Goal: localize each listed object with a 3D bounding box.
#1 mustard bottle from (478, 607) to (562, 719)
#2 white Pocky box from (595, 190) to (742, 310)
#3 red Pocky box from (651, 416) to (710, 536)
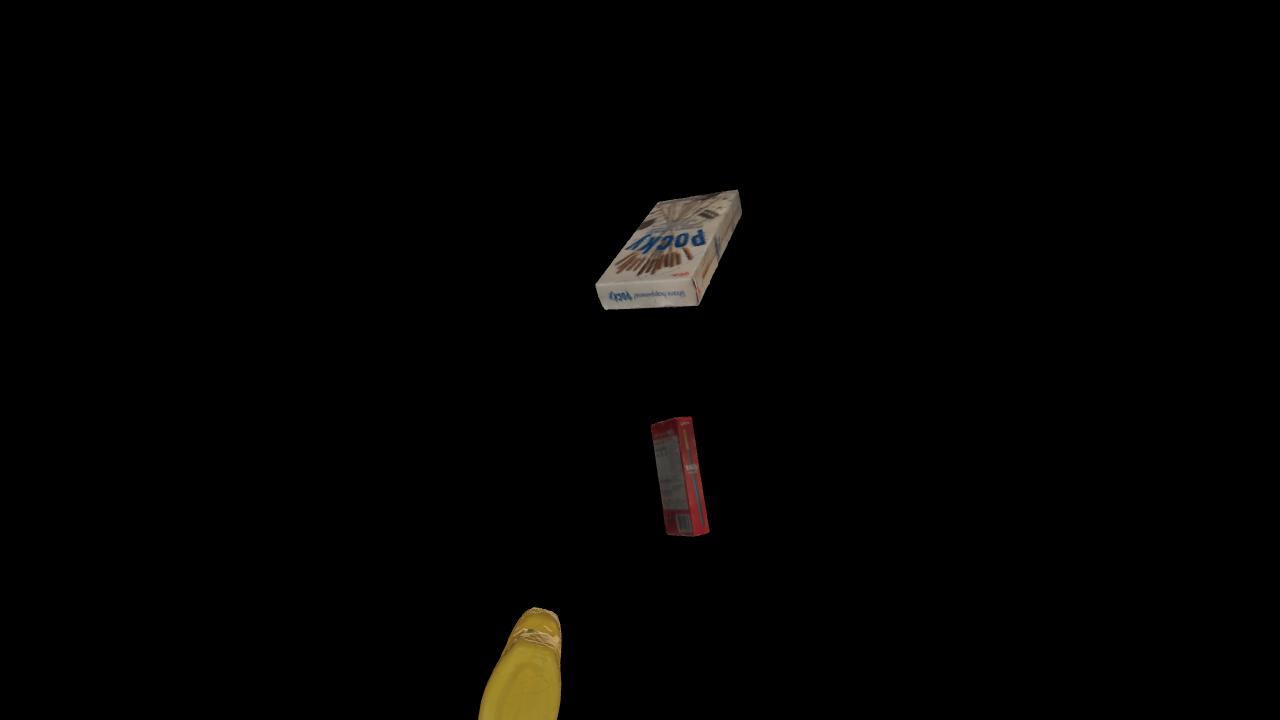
[{"bbox_3d":[-0.092,0.254,0.506,0.054,0.092,0.184,8,-11,-5],"label":"mustard bottle"},{"bbox_3d":[0.029,-0.095,0.518,0.084,0.028,0.154,-1,37,26],"label":"white Pocky box"},{"bbox_3d":[0.053,0.158,0.833,0.028,0.155,0.083,-4,-11,-24],"label":"red Pocky box"}]
